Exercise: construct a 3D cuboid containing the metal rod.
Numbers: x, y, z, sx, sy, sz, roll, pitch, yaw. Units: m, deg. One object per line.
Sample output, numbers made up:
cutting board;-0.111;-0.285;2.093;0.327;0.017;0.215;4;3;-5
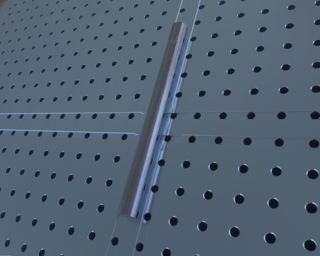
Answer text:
metal rod;-0.004;-0.027;0.428;0.025;0.025;0.300;1;62;28
